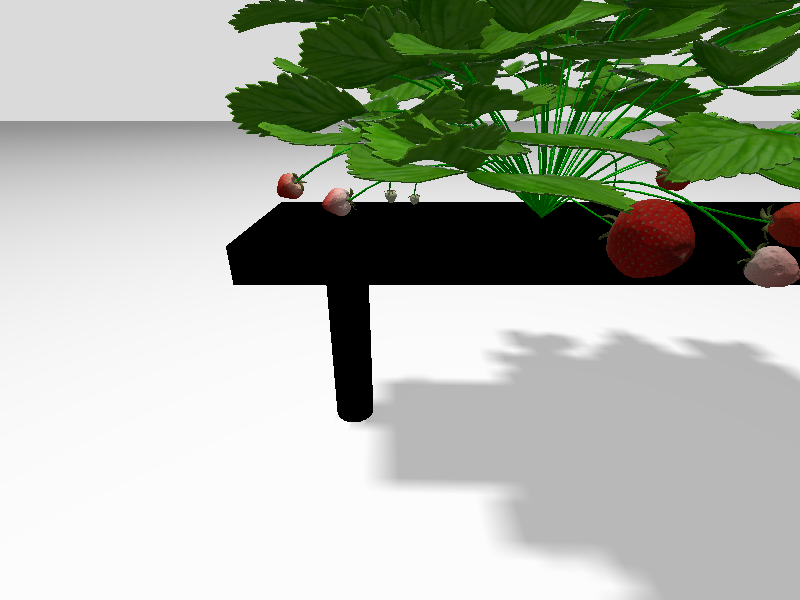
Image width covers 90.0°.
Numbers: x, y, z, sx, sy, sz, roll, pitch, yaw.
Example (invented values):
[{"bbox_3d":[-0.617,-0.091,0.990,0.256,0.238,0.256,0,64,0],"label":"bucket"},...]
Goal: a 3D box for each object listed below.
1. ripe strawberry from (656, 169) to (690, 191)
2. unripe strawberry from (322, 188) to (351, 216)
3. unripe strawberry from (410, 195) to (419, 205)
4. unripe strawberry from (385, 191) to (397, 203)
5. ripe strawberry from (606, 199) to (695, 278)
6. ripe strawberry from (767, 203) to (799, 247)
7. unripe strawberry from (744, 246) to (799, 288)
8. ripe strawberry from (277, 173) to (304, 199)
[{"bbox_3d":[0.314,-0.140,0.456,0.035,0.030,0.035,6,18,-37],"label":"ripe strawberry"},{"bbox_3d":[-0.055,-0.085,0.350,0.025,0.024,0.027,-5,26,3],"label":"unripe strawberry"},{"bbox_3d":[0.014,-0.099,0.394,0.010,0.010,0.009,11,28,21],"label":"unripe strawberry"},{"bbox_3d":[-0.009,-0.102,0.396,0.011,0.012,0.011,9,27,19],"label":"unripe strawberry"},{"bbox_3d":[0.142,-0.032,0.224,0.042,0.045,0.045,-3,26,-6],"label":"ripe strawberry"},{"bbox_3d":[0.273,-0.051,0.272,0.034,0.029,0.034,14,29,26],"label":"ripe strawberry"},{"bbox_3d":[0.195,-0.016,0.209,0.020,0.022,0.021,-11,46,-22],"label":"unripe strawberry"},{"bbox_3d":[-0.116,-0.118,0.419,0.028,0.027,0.026,-20,17,27],"label":"ripe strawberry"}]
